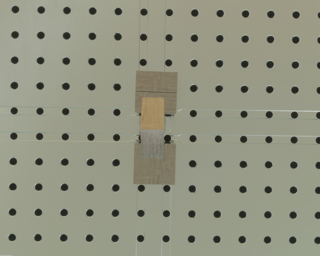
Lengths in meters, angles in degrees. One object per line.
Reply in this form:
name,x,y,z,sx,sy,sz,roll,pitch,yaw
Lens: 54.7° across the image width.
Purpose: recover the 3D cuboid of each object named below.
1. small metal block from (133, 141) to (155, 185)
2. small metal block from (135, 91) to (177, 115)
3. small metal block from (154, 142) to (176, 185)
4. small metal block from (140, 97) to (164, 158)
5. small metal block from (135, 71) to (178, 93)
small metal block,-0.019,0.043,0.400,0.025,0.050,0.050,1,90,0
small metal block,-0.005,-0.031,0.400,0.050,0.050,0.025,2,90,-1
small metal block,0.006,0.044,0.400,0.025,0.050,0.050,1,90,0
small metal block,-0.008,0.000,0.359,0.025,0.050,0.050,1,48,0
small metal block,-0.004,-0.056,0.400,0.050,0.050,0.025,2,90,-1
